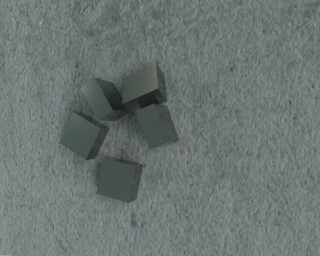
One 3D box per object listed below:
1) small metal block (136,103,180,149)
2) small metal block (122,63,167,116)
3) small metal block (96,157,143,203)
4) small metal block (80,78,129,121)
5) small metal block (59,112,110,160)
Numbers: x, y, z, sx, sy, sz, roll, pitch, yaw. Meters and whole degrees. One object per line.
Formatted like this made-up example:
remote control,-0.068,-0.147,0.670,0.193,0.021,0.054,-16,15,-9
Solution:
small metal block,-0.002,-0.002,0.396,0.025,0.050,0.050,-22,83,18
small metal block,-0.020,-0.050,0.402,0.050,0.025,0.050,-21,47,18
small metal block,-0.055,0.070,0.427,0.050,0.025,0.050,11,94,19
small metal block,-0.073,-0.037,0.420,0.025,0.050,0.050,-33,80,17
small metal block,-0.109,0.011,0.446,0.050,0.025,0.050,29,99,17
